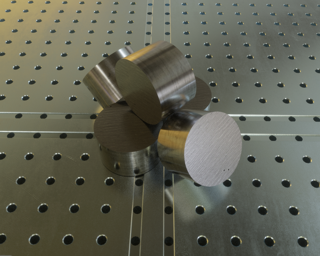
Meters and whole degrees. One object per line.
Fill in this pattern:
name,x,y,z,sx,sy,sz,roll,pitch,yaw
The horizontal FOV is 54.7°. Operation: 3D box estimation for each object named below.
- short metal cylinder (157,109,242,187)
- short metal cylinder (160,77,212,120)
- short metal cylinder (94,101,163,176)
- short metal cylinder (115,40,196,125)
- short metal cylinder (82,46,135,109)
short metal cylinder,0.044,0.020,0.346,0.080,0.080,0.050,-33,22,-25
short metal cylinder,0.026,-0.028,0.415,0.081,0.050,0.080,0,50,0
short metal cylinder,-0.037,0.012,0.380,0.081,0.050,0.080,0,50,0
short metal cylinder,-0.006,-0.051,0.348,0.050,0.080,0.080,-34,58,-25
short metal cylinder,-0.055,-0.065,0.417,0.080,0.080,0.050,-39,94,-28
